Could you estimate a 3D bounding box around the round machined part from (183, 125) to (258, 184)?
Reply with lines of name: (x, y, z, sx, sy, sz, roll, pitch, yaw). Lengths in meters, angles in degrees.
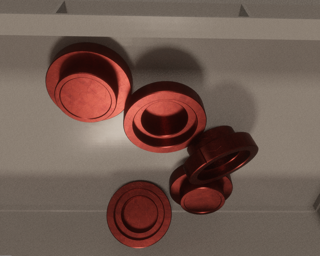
round machined part: (0.075, 0.033, 0.410, 0.099, 0.042, 0.098, -19, 152, -11)

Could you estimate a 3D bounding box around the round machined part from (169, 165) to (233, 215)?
round machined part: (0.064, 0.099, 0.483, 0.099, 0.042, 0.097, -1, 130, 0)

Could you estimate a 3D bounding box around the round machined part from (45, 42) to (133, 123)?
round machined part: (-0.082, -0.045, 0.359, 0.099, 0.042, 0.097, -1, 130, 0)

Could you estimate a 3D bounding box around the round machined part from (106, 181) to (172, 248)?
round machined part: (-0.031, 0.135, 0.486, 0.099, 0.098, 0.042, -1, 161, 0)

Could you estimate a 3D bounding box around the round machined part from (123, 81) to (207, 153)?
round machined part: (0.005, -0.018, 0.381, 0.099, 0.042, 0.097, -3, 132, -3)
